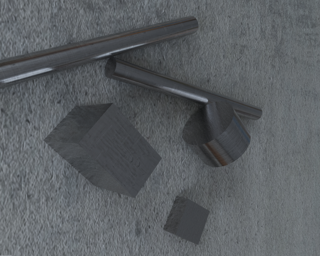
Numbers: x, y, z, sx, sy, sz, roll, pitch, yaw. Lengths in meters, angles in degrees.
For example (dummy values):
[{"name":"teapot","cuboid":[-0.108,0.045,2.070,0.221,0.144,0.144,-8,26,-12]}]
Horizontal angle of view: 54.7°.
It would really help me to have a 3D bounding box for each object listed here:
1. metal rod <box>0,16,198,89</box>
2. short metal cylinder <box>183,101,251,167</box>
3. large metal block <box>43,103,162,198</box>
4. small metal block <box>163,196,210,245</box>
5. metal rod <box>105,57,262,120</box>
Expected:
[{"name":"metal rod","cuboid":[-0.062,-0.092,0.353,0.302,0.025,0.025,-27,108,-37]},{"name":"short metal cylinder","cuboid":[0.080,0.008,0.438,0.050,0.080,0.080,48,61,-30]},{"name":"large metal block","cuboid":[-0.059,0.022,0.321,0.080,0.080,0.050,51,60,-28]},{"name":"small metal block","cuboid":[0.039,0.131,0.440,0.050,0.025,0.050,37,68,-34]},{"name":"metal rod","cuboid":[0.057,-0.048,0.454,0.302,0.025,0.025,11,83,-40]}]
